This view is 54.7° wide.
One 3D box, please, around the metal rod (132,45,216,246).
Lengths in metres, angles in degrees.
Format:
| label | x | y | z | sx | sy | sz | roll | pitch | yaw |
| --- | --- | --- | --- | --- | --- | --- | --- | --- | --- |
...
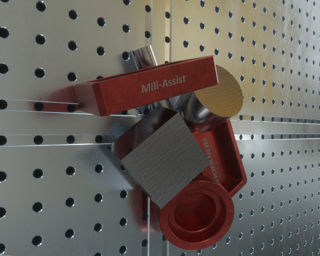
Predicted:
| label | x | y | z | sx | sy | sz | roll | pitch | yaw |
| --- | --- | --- | --- | --- | --- | --- | --- | --- | --- |
| metal rod | 0.026 | 0.035 | 0.426 | 0.025 | 0.025 | 0.298 | -32 | 110 | -36 |

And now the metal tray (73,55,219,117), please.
| label | x | y | z | sx | sy | sz | roll | pitch | yaw |
| --- | --- | --- | --- | --- | --- | --- | --- | --- | --- |
| metal tray | -0.016 | -0.047 | 0.330 | 0.131 | 0.090 | 0.030 | -18 | 104 | -24 |

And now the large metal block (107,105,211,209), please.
| label | x | y | z | sx | sy | sz | roll | pitch | yaw |
| --- | --- | --- | --- | --- | --- | --- | --- | --- | --- |
| large metal block | -0.001 | 0.032 | 0.364 | 0.080 | 0.050 | 0.080 | -40 | 117 | -13 |

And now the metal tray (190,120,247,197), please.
| label | x | y | z | sx | sy | sz | roll | pitch | yaw |
| --- | --- | --- | --- | --- | --- | --- | --- | --- | --- |
| metal tray | 0.082 | 0.048 | 0.470 | 0.091 | 0.030 | 0.129 | -32 | 110 | -36 |

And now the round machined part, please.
| label | x | y | z | sx | sy | sz | roll | pitch | yaw |
| --- | --- | --- | --- | --- | --- | --- | --- | --- | --- |
| round machined part | 0.044 | 0.108 | 0.413 | 0.099 | 0.042 | 0.097 | -3 | 104 | -10 |

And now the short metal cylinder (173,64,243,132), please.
| label | x | y | z | sx | sy | sz | roll | pitch | yaw |
| --- | --- | --- | --- | --- | --- | --- | --- | --- | --- |
| short metal cylinder | 0.066 | -0.041 | 0.424 | 0.081 | 0.050 | 0.080 | 12 | 62 | -23 |
